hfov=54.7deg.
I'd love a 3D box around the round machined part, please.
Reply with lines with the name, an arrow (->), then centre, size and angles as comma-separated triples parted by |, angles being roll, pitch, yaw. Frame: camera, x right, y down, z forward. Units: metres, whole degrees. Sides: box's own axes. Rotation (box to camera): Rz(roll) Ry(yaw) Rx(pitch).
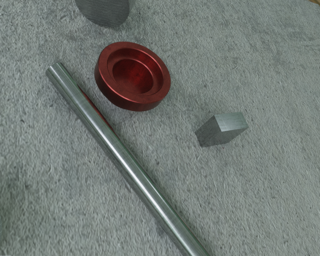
round machined part -> -0.039, -0.063, 0.410 | 0.099, 0.042, 0.098 | 14, 56, -21

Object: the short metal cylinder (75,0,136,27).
short metal cylinder -> -0.076, -0.194, 0.446 | 0.080, 0.080, 0.050 | 25, 53, -13

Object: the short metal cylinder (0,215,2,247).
short metal cylinder -> -0.169, 0.089, 0.242 | 0.081, 0.050, 0.080 | 14, 56, -21

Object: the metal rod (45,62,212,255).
metal rod -> -0.036, 0.044, 0.357 | 0.025, 0.025, 0.300 | -32, 80, -38

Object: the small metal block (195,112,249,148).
small metal block -> 0.086, 0.003, 0.432 | 0.050, 0.050, 0.025 | -7, 66, -32
